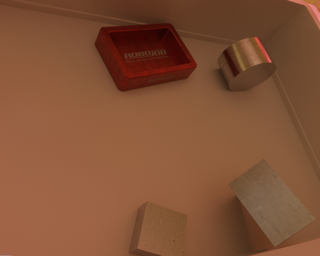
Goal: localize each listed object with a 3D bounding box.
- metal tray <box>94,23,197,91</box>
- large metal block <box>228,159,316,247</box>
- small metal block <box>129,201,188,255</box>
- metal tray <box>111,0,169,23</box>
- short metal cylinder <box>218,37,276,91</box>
[{"bbox_3d":[-0.018,-0.109,0.460,0.131,0.030,0.090,-17,71,-35],"label":"metal tray"},{"bbox_3d":[0.132,0.092,0.370,0.080,0.050,0.080,55,6,29],"label":"large metal block"},{"bbox_3d":[-0.001,0.114,0.337,0.050,0.025,0.050,23,53,-15],"label":"small metal block"},{"bbox_3d":[-0.039,-0.245,0.534,0.091,0.030,0.130,7,59,-25],"label":"metal tray"},{"bbox_3d":[0.143,-0.104,0.513,0.081,0.080,0.050,-5,65,-31],"label":"short metal cylinder"}]
